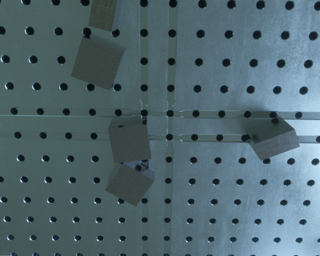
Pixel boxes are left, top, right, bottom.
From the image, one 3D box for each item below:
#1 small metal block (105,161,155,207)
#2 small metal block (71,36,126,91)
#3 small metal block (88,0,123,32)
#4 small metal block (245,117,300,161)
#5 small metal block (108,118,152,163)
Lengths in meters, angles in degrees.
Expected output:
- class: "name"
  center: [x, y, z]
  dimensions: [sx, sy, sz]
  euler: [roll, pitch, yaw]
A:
- class: "small metal block"
  center: [-0.042, 0.075, 0.441]
  dimensions: [0.050, 0.025, 0.050]
  euler: [31, 107, -11]
- class: "small metal block"
  center: [-0.076, -0.080, 0.383]
  dimensions: [0.050, 0.025, 0.050]
  euler: [20, 109, -8]
- class: "small metal block"
  center: [-0.059, -0.138, 0.349]
  dimensions: [0.025, 0.050, 0.050]
  euler: [14, 110, -5]
- class: "small metal block"
  center: [0.145, 0.013, 0.406]
  dimensions: [0.050, 0.050, 0.025]
  euler: [-21, 109, 7]
- class: "small metal block"
  center: [-0.039, 0.017, 0.419]
  dimensions: [0.050, 0.025, 0.050]
  euler: [-7, 110, 2]
